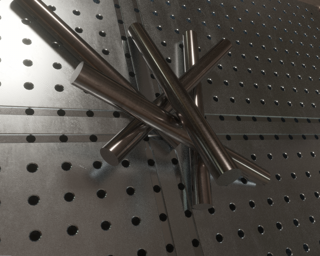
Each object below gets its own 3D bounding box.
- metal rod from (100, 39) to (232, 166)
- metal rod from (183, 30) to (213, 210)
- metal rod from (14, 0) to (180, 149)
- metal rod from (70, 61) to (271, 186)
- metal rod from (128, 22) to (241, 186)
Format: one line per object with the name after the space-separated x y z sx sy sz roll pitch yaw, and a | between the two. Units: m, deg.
0.028 -0.053 0.423 0.025 0.025 0.301 43 51 1 | metal rod
0.052 -0.032 0.457 0.025 0.025 0.299 14 56 -21 | metal rod
-0.083 -0.083 0.415 0.300 0.025 0.025 43 51 1 | metal rod
0.034 0.009 0.374 0.301 0.025 0.025 29 51 -30 | metal rod
0.013 -0.054 0.385 0.025 0.025 0.300 1 41 -28 | metal rod
